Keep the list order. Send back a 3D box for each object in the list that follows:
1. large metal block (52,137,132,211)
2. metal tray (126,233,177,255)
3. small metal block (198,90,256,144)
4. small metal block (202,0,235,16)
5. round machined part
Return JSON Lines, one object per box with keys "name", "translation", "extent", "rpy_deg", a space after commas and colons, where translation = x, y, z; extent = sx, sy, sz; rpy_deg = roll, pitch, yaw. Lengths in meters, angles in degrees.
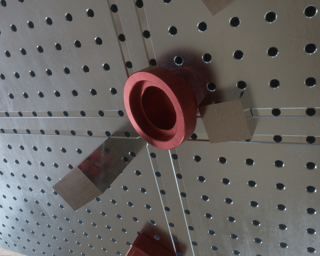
{"name": "large metal block", "translation": [-0.102, 0.069, 0.470], "extent": [0.050, 0.080, 0.080], "rpy_deg": [49, 128, -6]}
{"name": "metal tray", "translation": [-0.025, 0.263, 0.581], "extent": [0.090, 0.030, 0.129], "rpy_deg": [31, 128, 7]}
{"name": "small metal block", "translation": [0.078, -0.012, 0.362], "extent": [0.050, 0.025, 0.050], "rpy_deg": [-9, 114, 31]}
{"name": "small metal block", "translation": [0.051, -0.136, 0.284], "extent": [0.025, 0.050, 0.050], "rpy_deg": [-33, 100, 38]}
{"name": "round machined part", "translation": [0.005, -0.027, 0.367], "extent": [0.098, 0.042, 0.097], "rpy_deg": [27, 132, 34]}
